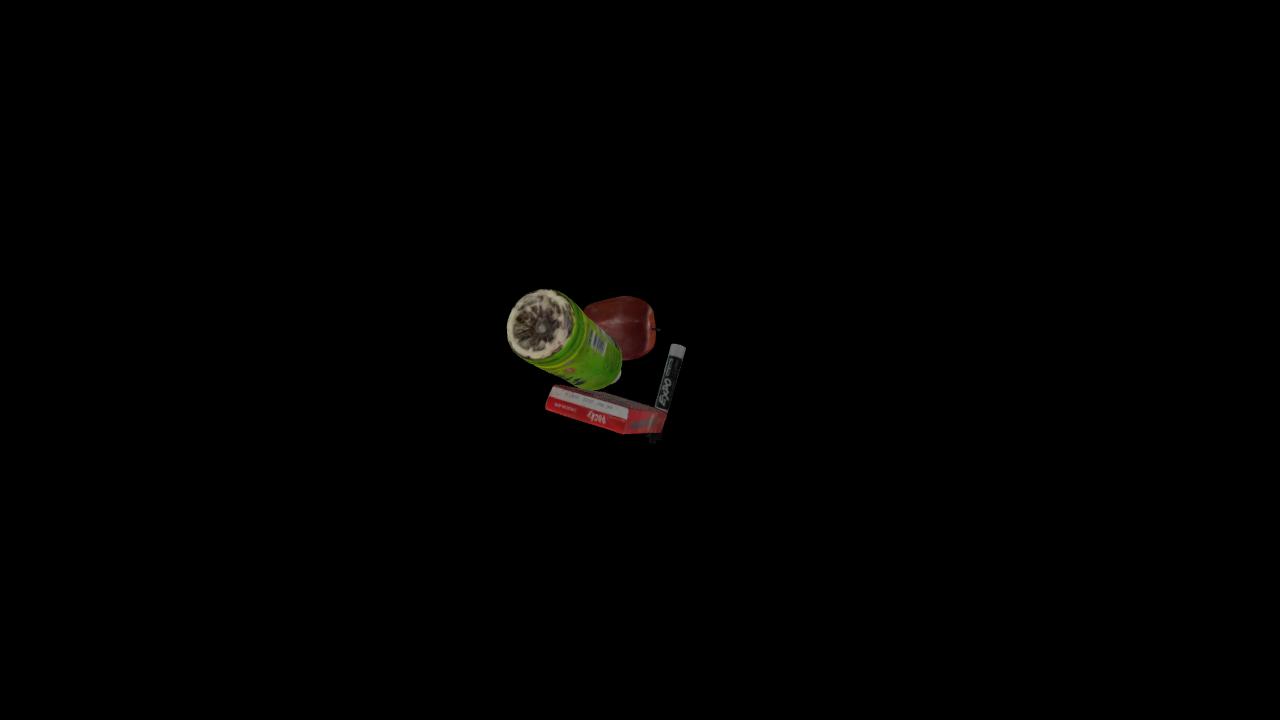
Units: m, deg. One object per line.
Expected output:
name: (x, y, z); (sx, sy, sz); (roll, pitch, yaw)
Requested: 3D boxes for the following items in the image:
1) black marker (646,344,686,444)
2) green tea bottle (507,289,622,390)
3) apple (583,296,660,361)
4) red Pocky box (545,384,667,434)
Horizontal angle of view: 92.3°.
black marker: (0.030, 0.040, 0.732); (0.020, 0.121, 0.020); (15, -9, 2)
green tea bottle: (-0.062, -0.009, 0.639); (0.073, 0.073, 0.212); (0, -14, 17)
apple: (-0.022, -0.037, 0.737); (0.093, 0.079, 0.079); (3, 0, 7)
red Pocky box: (-0.028, 0.053, 0.632); (0.083, 0.028, 0.155); (15, -2, 16)
